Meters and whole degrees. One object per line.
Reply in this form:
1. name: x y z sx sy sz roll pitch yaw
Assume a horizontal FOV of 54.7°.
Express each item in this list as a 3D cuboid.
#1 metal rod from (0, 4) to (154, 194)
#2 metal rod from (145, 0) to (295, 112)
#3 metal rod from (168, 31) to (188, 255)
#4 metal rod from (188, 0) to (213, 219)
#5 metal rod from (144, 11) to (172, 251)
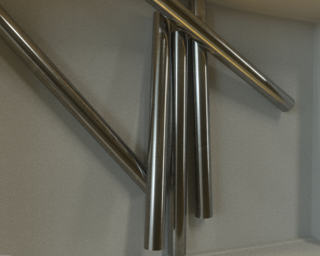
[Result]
1. metal rod: -0.100 -0.028 0.374 0.025 0.025 0.300 -44 104 -15
2. metal rod: 0.085 -0.104 0.419 0.301 0.025 0.025 30 80 -27
3. metal rod: 0.024 0.021 0.420 0.025 0.025 0.298 1 90 -20
4. metal rod: 0.057 -0.026 0.432 0.025 0.025 0.298 -2 91 -20
5. metal rod: -0.002 -0.004 0.392 0.025 0.025 0.298 5 82 -20
